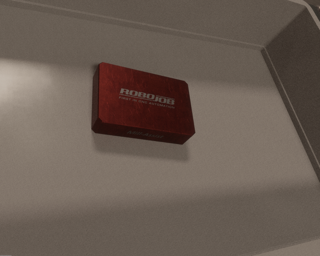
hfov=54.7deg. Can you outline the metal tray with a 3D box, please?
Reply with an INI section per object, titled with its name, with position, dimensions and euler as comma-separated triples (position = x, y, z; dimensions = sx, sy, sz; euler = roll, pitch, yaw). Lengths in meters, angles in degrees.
[metal tray]
position = -0.022, -0.031, 0.411
dimensions = 0.131, 0.030, 0.090
euler = 9, 58, -24
